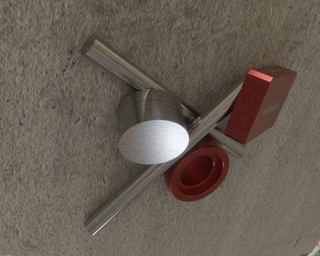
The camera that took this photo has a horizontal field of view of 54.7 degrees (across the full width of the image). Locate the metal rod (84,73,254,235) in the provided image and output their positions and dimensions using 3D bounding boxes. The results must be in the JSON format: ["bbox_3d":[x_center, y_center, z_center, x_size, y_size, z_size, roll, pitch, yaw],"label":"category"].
[{"bbox_3d":[0.008,0.041,0.416,0.300,0.025,0.025,-43,130,10],"label":"metal rod"}]

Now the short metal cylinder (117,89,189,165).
[{"bbox_3d":[-0.010,0.000,0.370,0.081,0.050,0.080,-6,138,-5],"label":"short metal cylinder"}]

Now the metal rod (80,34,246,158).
[{"bbox_3d":[0.027,-0.024,0.410,0.301,0.025,0.025,31,101,-38],"label":"metal rod"}]

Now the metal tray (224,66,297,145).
[{"bbox_3d":[0.141,-0.036,0.423,0.131,0.030,0.089,-19,132,-53],"label":"metal tray"}]

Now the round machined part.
[{"bbox_3d":[0.050,0.058,0.461,0.099,0.042,0.097,-14,124,-21],"label":"round machined part"}]
